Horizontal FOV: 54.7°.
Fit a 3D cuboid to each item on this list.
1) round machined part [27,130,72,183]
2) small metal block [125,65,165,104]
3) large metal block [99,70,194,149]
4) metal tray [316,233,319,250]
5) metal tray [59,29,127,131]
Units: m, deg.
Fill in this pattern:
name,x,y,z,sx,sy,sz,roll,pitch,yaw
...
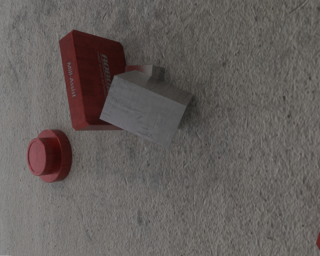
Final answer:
name,x,y,z,sx,sy,sz,roll,pitch,yaw
round machined part,-0.207,0.051,0.565,0.098,0.042,0.097,0,90,40
small metal block,-0.023,-0.059,0.424,0.050,0.025,0.050,8,95,39
large metal block,-0.011,-0.026,0.359,0.080,0.080,0.050,24,108,4
metal tray,0.191,0.055,0.244,0.090,0.030,0.129,19,102,38
metal tray,-0.084,-0.063,0.432,0.030,0.091,0.129,-19,78,38
